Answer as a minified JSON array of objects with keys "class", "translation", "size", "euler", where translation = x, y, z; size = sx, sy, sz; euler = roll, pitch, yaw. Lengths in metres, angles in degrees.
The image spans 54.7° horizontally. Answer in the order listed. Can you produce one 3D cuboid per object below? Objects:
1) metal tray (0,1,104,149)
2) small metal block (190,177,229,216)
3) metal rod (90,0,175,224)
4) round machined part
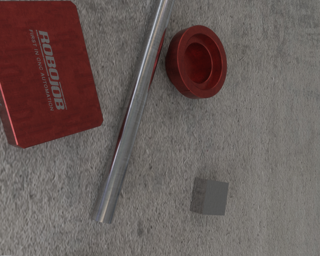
[{"class":"metal tray","translation":[-0.115,-0.054,0.305],"size":[0.091,0.030,0.129],"euler":[-19,103,-38]},{"class":"small metal block","translation":[0.075,0.104,0.468],"size":[0.050,0.025,0.050],"euler":[16,80,-39]},{"class":"metal rod","translation":[-0.028,-0.037,0.380],"size":[0.025,0.025,0.299],"euler":[25,75,-37]},{"class":"round machined part","translation":[0.046,-0.089,0.432],"size":[0.099,0.042,0.097],"euler":[0,90,-40]}]
